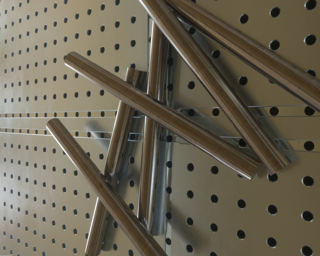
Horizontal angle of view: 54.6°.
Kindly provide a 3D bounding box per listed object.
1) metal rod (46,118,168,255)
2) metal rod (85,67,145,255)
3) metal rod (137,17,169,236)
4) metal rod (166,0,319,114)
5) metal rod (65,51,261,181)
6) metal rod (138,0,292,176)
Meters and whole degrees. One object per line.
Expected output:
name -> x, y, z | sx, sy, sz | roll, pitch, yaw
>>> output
metal rod -> -0.088, 0.081, 0.448 | 0.300, 0.025, 0.025 | 43, 116, 31
metal rod -> -0.071, 0.058, 0.469 | 0.025, 0.025, 0.298 | 24, 105, 37
metal rod -> -0.009, 0.003, 0.418 | 0.025, 0.025, 0.298 | 8, 95, 40
metal rod -> 0.067, -0.111, 0.354 | 0.300, 0.025, 0.025 | 45, 117, 30
metal rod -> -0.014, -0.027, 0.389 | 0.300, 0.025, 0.025 | 32, 110, 25
metal rod -> 0.043, -0.078, 0.356 | 0.025, 0.025, 0.299 | -45, 69, 31
